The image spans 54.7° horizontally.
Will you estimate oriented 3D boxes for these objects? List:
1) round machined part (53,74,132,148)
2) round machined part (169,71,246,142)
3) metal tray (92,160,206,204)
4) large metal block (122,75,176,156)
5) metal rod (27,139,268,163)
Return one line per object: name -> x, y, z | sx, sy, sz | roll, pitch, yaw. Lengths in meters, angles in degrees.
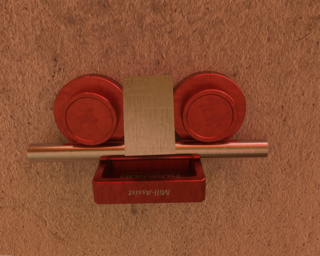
round machined part -> -0.086, -0.017, 0.392 | 0.099, 0.042, 0.097 | 0, 110, -1
round machined part -> 0.061, -0.021, 0.394 | 0.099, 0.042, 0.097 | 0, 110, -1
metal tray -> -0.013, 0.059, 0.398 | 0.131, 0.090, 0.030 | -1, 110, 0
large metal block -> -0.011, -0.011, 0.349 | 0.050, 0.080, 0.080 | -2, 87, 0
metal rod -> -0.015, 0.029, 0.400 | 0.302, 0.025, 0.025 | -1, 110, 0
